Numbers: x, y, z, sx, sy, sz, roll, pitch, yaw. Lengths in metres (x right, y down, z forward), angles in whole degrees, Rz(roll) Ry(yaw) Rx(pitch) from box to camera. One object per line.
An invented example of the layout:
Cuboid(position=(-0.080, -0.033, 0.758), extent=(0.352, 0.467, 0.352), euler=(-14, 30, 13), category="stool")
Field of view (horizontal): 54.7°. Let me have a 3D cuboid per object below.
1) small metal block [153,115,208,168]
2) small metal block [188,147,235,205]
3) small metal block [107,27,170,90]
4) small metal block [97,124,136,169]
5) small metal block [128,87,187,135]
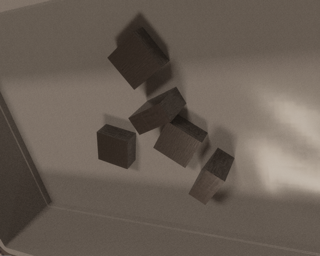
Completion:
Cuboid(position=(0.026, 0.016, 0.404), extent=(0.050, 0.025, 0.050), euler=(32, 128, 6), category="small metal block")
Cuboid(position=(0.066, 0.061, 0.395), extent=(0.025, 0.050, 0.050), euler=(33, 129, 6), category="small metal block")
Cuboid(position=(-0.026, -0.082, 0.370), extent=(0.050, 0.025, 0.050), euler=(-34, 100, 38), category="small metal block")
Cuboid(position=(-0.064, 0.027, 0.457), extent=(0.050, 0.025, 0.050), euler=(16, 125, 18), category="small metal block")
Cuboid(position=(-0.002, -0.021, 0.379), extent=(0.050, 0.050, 0.025), euler=(-23, 106, 36), category="small metal block")
